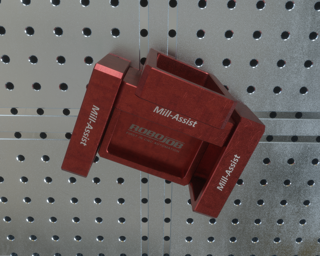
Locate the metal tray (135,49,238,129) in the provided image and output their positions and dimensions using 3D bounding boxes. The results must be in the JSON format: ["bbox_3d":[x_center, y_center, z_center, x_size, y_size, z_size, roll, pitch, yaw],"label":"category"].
[{"bbox_3d":[0.024,-0.048,0.339,0.090,0.130,0.030,21,109,-8],"label":"metal tray"}]

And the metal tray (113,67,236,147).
[{"bbox_3d":[0.016,-0.028,0.368,0.131,0.090,0.030,20,109,-8],"label":"metal tray"}]

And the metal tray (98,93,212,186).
[{"bbox_3d":[-0.006,0.015,0.415,0.131,0.030,0.089,21,109,-8],"label":"metal tray"}]

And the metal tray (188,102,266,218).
[{"bbox_3d":[0.077,0.035,0.391,0.030,0.090,0.129,21,109,-7],"label":"metal tray"}]

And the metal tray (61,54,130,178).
[{"bbox_3d":[-0.075,-0.018,0.371,0.030,0.090,0.129,20,109,-8],"label":"metal tray"}]
